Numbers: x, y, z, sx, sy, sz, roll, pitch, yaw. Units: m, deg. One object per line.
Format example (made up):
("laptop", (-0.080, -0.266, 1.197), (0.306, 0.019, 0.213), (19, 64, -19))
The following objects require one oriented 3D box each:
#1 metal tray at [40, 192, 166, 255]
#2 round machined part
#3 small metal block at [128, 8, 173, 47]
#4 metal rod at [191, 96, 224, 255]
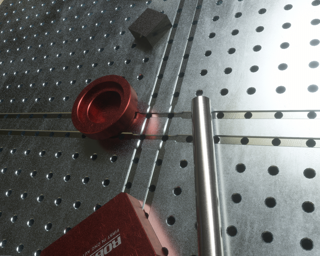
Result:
("metal tray", (-0.068, 0.146, 0.349), (0.130, 0.030, 0.090), (-37, 51, 3))
("round machined part", (-0.075, -0.026, 0.451), (0.098, 0.042, 0.098), (-13, 56, 20))
("small metal block", (-0.016, -0.169, 0.519), (0.050, 0.025, 0.050), (-48, 52, -6))
("metal rod", (0.051, 0.094, 0.322), (0.025, 0.025, 0.299), (-12, 56, 21))
